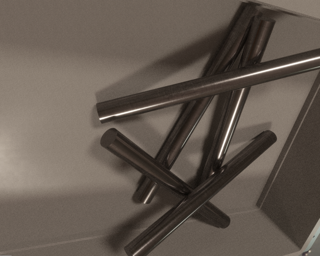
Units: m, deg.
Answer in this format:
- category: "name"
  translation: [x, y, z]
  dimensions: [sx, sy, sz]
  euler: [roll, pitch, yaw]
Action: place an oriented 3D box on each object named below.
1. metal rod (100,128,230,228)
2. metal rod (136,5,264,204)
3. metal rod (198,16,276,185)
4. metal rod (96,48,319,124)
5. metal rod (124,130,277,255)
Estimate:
- category: "metal rod"
  translation: [0.027, 0.087, 0.446]
  dimensions: [0.025, 0.025, 0.300]
  euler: [-45, 131, 3]
- category: "metal rod"
  translation: [0.046, -0.021, 0.422]
  dimensions: [0.025, 0.025, 0.298]
  euler: [18, 109, -36]
- category: "metal rod"
  translation: [0.097, -0.005, 0.443]
  dimensions: [0.025, 0.025, 0.298]
  euler: [-6, 127, -26]
- category: "metal rod"
  translation: [0.075, -0.054, 0.371]
  dimensions: [0.302, 0.025, 0.025]
  euler: [-14, 126, -3]
- category: "metal rod"
  translation: [0.075, 0.085, 0.451]
  dimensions: [0.302, 0.025, 0.025]
  euler: [-32, 131, -29]
